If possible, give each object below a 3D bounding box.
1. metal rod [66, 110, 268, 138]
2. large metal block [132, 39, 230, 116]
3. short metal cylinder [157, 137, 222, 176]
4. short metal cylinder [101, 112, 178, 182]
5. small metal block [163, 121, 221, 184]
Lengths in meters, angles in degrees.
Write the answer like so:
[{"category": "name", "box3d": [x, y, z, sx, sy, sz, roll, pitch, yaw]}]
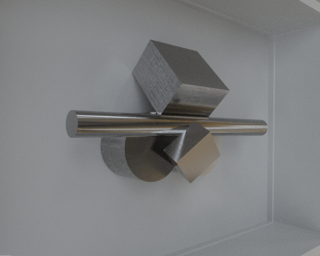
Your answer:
[{"category": "metal rod", "box3d": [0.037, -0.002, 0.373, 0.302, 0.025, 0.025, 1, 90, -40]}, {"category": "large metal block", "box3d": [0.025, -0.058, 0.384, 0.081, 0.050, 0.080, 1, 46, -40]}, {"category": "short metal cylinder", "box3d": [0.039, 0.023, 0.424, 0.081, 0.050, 0.079, 0, 90, -40]}, {"category": "short metal cylinder", "box3d": [-0.023, 0.021, 0.372, 0.081, 0.050, 0.079, 0, 90, -40]}, {"category": "small metal block", "box3d": [0.038, 0.029, 0.360, 0.050, 0.025, 0.050, -42, 137, -9]}]
